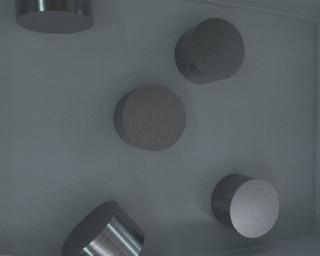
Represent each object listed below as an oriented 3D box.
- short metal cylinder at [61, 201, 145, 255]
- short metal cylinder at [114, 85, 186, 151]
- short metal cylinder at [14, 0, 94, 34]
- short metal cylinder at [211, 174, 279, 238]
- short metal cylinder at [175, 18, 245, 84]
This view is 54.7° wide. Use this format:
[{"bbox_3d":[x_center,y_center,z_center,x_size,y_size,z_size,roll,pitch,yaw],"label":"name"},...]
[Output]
[{"bbox_3d":[-0.065,0.131,0.358,0.080,0.080,0.050,-42,104,-15],"label":"short metal cylinder"},{"bbox_3d":[-0.014,-0.012,0.393,0.081,0.050,0.079,0,90,-21],"label":"short metal cylinder"},{"bbox_3d":[-0.115,-0.139,0.339,0.081,0.080,0.050,-5,92,-20],"label":"short metal cylinder"},{"bbox_3d":[0.121,0.109,0.444,0.081,0.050,0.079,0,90,-21],"label":"short metal cylinder"},{"bbox_3d":[0.067,-0.103,0.423,0.081,0.050,0.079,0,90,-21],"label":"short metal cylinder"}]
